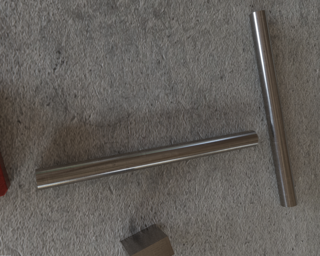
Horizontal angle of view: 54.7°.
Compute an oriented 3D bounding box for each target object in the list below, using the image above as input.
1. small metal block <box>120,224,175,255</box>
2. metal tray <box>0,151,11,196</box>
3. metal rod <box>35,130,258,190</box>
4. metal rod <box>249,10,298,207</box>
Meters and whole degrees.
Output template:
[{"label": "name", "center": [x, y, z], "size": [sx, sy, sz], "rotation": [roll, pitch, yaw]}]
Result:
[{"label": "small metal block", "center": [-0.017, 0.151, 0.391], "size": [0.050, 0.050, 0.025], "rotation": [-22, 98, -19]}, {"label": "metal tray", "center": [-0.223, 0.020, 0.323], "size": [0.091, 0.030, 0.129], "rotation": [-16, 96, -20]}, {"label": "metal rod", "center": [-0.002, 0.037, 0.409], "size": [0.303, 0.025, 0.025], "rotation": [-9, 93, -20]}, {"label": "metal rod", "center": [0.174, -0.026, 0.475], "size": [0.025, 0.025, 0.298], "rotation": [-12, 94, -20]}]
